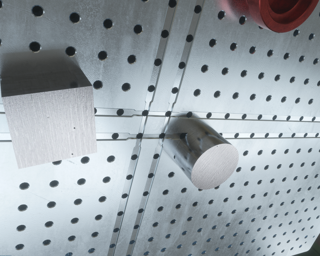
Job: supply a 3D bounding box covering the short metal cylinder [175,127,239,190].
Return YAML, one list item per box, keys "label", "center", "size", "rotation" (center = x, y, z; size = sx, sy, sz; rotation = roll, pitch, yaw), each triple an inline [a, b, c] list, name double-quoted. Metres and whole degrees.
- label: "short metal cylinder"
  center: [0.069, 0.045, 0.463]
  size: [0.081, 0.050, 0.079]
  rotation: [-14, 124, -21]

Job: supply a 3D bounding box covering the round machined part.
- label: "round machined part"
  center: [0.147, -0.170, 0.377]
  size: [0.099, 0.042, 0.097]
  rotation: [-14, 125, -21]

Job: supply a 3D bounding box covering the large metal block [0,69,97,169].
- label: "large metal block"
  center: [-0.115, -0.012, 0.326]
  size: [0.081, 0.050, 0.079]
  rotation: [-11, 123, -23]
